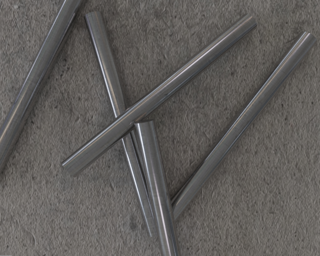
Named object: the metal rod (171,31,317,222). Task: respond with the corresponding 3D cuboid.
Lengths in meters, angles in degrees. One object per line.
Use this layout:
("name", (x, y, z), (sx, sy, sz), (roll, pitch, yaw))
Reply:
("metal rod", (0.104, -0.002, 0.410), (0.025, 0.025, 0.300), (38, 90, 0))

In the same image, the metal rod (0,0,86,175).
("metal rod", (-0.166, -0.059, 0.408), (0.025, 0.025, 0.299), (26, 90, 0))

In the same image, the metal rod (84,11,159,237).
("metal rod", (-0.046, -0.005, 0.409), (0.025, 0.025, 0.298), (-16, 90, 0))

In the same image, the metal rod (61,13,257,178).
("metal rod", (0.005, -0.046, 0.391), (0.301, 0.025, 0.025), (-40, 90, -7))

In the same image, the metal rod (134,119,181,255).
("metal rod", (0.010, 0.137, 0.389), (0.025, 0.025, 0.298), (-11, 98, 0))
